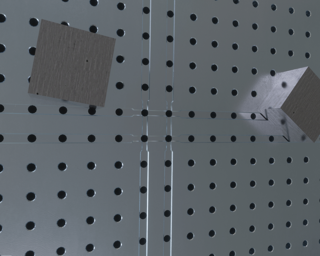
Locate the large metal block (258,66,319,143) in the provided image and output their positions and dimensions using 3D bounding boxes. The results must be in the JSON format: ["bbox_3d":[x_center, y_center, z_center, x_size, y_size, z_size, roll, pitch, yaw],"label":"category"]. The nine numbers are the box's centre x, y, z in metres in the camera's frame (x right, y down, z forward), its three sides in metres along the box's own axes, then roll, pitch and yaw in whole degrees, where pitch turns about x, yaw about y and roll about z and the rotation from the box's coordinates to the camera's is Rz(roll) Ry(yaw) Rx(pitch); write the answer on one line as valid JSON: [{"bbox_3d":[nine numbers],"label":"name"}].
[{"bbox_3d":[0.213,-0.034,0.477,0.080,0.050,0.080,41,77,-16],"label":"large metal block"}]

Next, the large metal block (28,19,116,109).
[{"bbox_3d":[-0.102,-0.069,0.361,0.081,0.050,0.080,10,87,-20],"label":"large metal block"}]
